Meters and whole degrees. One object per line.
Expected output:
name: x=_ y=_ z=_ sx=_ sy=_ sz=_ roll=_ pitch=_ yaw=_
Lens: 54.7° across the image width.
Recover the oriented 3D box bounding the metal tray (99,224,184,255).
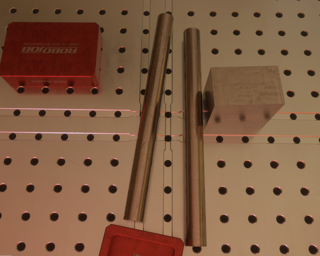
metal tray: x=-0.029 y=0.181 z=0.342 sx=0.091 sy=0.030 sz=0.130 roll=11 pitch=70 yaw=3

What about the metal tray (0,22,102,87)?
metal tray: x=-0.153 y=-0.107 z=0.446 sx=0.131 sy=0.030 sz=0.090 roll=0 pitch=70 yaw=-1

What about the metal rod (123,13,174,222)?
metal rod: x=-0.011 y=-0.028 z=0.421 sx=0.025 sy=0.025 sz=0.299 roll=7 pitch=70 yaw=2

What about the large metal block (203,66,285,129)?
large metal block: x=0.101 y=-0.036 z=0.397 sx=0.081 sy=0.080 sz=0.050 roll=-2 pitch=70 yaw=-1

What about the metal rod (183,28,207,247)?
metal rod: x=0.045 y=-0.002 z=0.413 sx=0.025 sy=0.025 sz=0.299 roll=1 pitch=70 yaw=0
